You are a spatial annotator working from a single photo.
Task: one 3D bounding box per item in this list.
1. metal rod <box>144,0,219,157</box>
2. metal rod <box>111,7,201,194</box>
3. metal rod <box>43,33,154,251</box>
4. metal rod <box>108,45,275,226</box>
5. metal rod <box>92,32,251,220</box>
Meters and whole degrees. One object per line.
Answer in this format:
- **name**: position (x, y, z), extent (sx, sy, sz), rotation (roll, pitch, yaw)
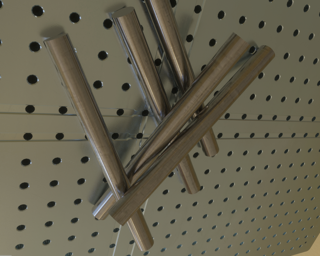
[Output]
- **metal rod**: position (0.028, -0.070, 0.384), extent (0.025, 0.025, 0.299), rotation (-32, 129, -8)
- **metal rod**: position (0.008, -0.011, 0.410), extent (0.025, 0.025, 0.299), rotation (-30, 129, -9)
- **metal rod**: position (-0.061, 0.038, 0.370), extent (0.025, 0.025, 0.298), rotation (-25, 118, -14)
- **metal rod**: position (0.048, 0.001, 0.399), extent (0.301, 0.025, 0.025), rotation (-47, 131, -12)
- **metal rod**: position (0.002, 0.011, 0.391), extent (0.025, 0.025, 0.299), rotation (23, 115, -37)
